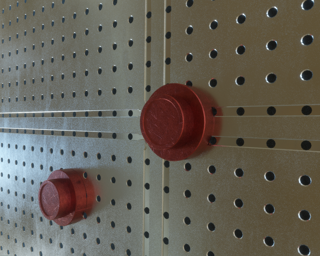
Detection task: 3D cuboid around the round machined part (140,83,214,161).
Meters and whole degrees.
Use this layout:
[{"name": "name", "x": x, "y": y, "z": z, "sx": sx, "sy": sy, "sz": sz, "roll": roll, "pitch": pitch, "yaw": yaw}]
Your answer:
[{"name": "round machined part", "x": 0.014, "y": -0.007, "z": 0.385, "sx": 0.098, "sy": 0.042, "sz": 0.097, "roll": 0, "pitch": 90, "yaw": 39}]

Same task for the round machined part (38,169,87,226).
[{"name": "round machined part", "x": -0.176, "y": 0.122, "z": 0.540, "sx": 0.098, "sy": 0.042, "sz": 0.097, "roll": 0, "pitch": 90, "yaw": 39}]
